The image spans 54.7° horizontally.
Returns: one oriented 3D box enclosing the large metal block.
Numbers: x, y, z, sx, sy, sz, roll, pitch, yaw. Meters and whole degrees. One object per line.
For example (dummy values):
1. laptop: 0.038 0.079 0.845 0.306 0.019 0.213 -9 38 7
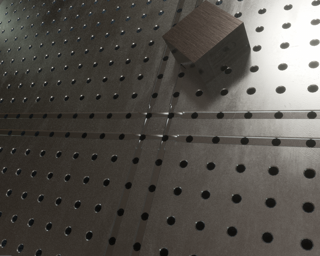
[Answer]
1. large metal block: 0.064 -0.119 0.431 0.080 0.050 0.080 -40 51 1
